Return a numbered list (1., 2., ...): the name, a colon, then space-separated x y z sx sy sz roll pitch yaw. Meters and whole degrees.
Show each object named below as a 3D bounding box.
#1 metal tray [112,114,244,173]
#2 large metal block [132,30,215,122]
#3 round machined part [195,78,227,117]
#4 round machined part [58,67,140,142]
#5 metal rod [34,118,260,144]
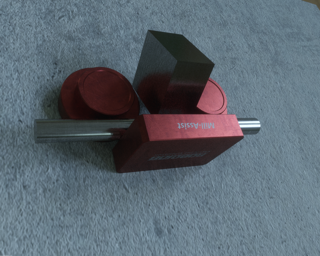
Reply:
1. metal tray: 0.020 0.019 0.364 0.131 0.090 0.030 -1 63 -29
2. large metal block: 0.012 -0.064 0.383 0.050 0.079 0.080 -2 39 -30
3. round machined part: 0.057 -0.038 0.449 0.099 0.042 0.098 14 56 -21
4. round machined part: -0.070 -0.035 0.377 0.099 0.042 0.098 14 56 -21
5. metal rod: 0.007 0.000 0.384 0.303 0.025 0.025 -1 63 -29
